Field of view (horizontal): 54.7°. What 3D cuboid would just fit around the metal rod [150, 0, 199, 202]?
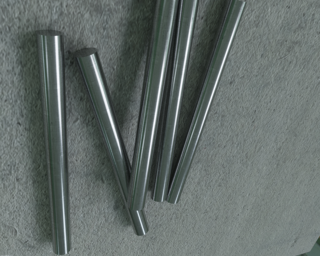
[{"bbox_3d":[0.015,-0.026,0.400,0.025,0.025,0.298,-7,122,-25],"label":"metal rod"}]

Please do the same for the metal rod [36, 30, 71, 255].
[{"bbox_3d":[-0.121,0.039,0.365,0.025,0.025,0.298,-7,122,-25],"label":"metal rod"}]

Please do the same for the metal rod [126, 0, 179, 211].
[{"bbox_3d":[-0.010,-0.033,0.365,0.025,0.025,0.298,-2,114,-28],"label":"metal rod"}]

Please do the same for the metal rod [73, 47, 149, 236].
[{"bbox_3d":[-0.053,0.041,0.404,0.025,0.025,0.298,-22,127,-15],"label":"metal rod"}]

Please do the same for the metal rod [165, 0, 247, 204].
[{"bbox_3d":[0.054,-0.020,0.425,0.025,0.025,0.298,1,118,-29],"label":"metal rod"}]
